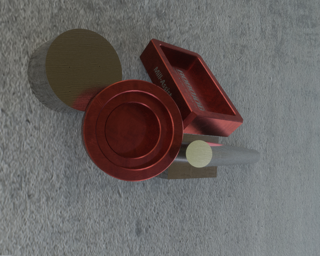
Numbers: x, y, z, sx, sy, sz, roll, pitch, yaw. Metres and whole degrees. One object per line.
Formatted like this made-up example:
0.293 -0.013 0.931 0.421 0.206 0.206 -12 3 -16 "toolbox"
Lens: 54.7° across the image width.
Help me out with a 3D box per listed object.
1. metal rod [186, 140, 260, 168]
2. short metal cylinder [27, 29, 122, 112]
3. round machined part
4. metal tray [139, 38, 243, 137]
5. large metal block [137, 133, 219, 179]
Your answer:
0.101 0.037 0.416 0.301 0.025 0.025 12 82 -64 "metal rod"
-0.087 -0.056 0.318 0.081 0.050 0.079 0 90 -40 "short metal cylinder"
-0.030 0.002 0.314 0.099 0.042 0.097 0 89 -20 "round machined part"
0.038 -0.050 0.387 0.091 0.030 0.130 6 47 -40 "metal tray"
0.014 0.032 0.384 0.081 0.080 0.050 6 87 -40 "large metal block"
